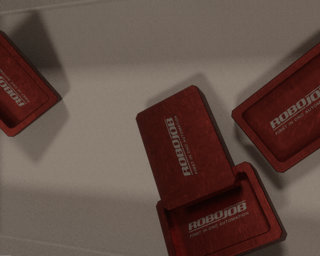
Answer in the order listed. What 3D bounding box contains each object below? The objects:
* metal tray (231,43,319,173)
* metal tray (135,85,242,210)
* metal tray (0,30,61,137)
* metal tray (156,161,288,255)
[{"bbox_3d":[0.160,-0.022,0.351,0.130,0.030,0.090,-40,78,15],"label":"metal tray"},{"bbox_3d":[0.031,0.024,0.378,0.090,0.030,0.130,-27,65,17],"label":"metal tray"},{"bbox_3d":[-0.221,-0.064,0.445,0.090,0.030,0.130,-40,102,-1],"label":"metal tray"},{"bbox_3d":[0.066,0.107,0.364,0.130,0.030,0.090,-28,56,17],"label":"metal tray"}]
